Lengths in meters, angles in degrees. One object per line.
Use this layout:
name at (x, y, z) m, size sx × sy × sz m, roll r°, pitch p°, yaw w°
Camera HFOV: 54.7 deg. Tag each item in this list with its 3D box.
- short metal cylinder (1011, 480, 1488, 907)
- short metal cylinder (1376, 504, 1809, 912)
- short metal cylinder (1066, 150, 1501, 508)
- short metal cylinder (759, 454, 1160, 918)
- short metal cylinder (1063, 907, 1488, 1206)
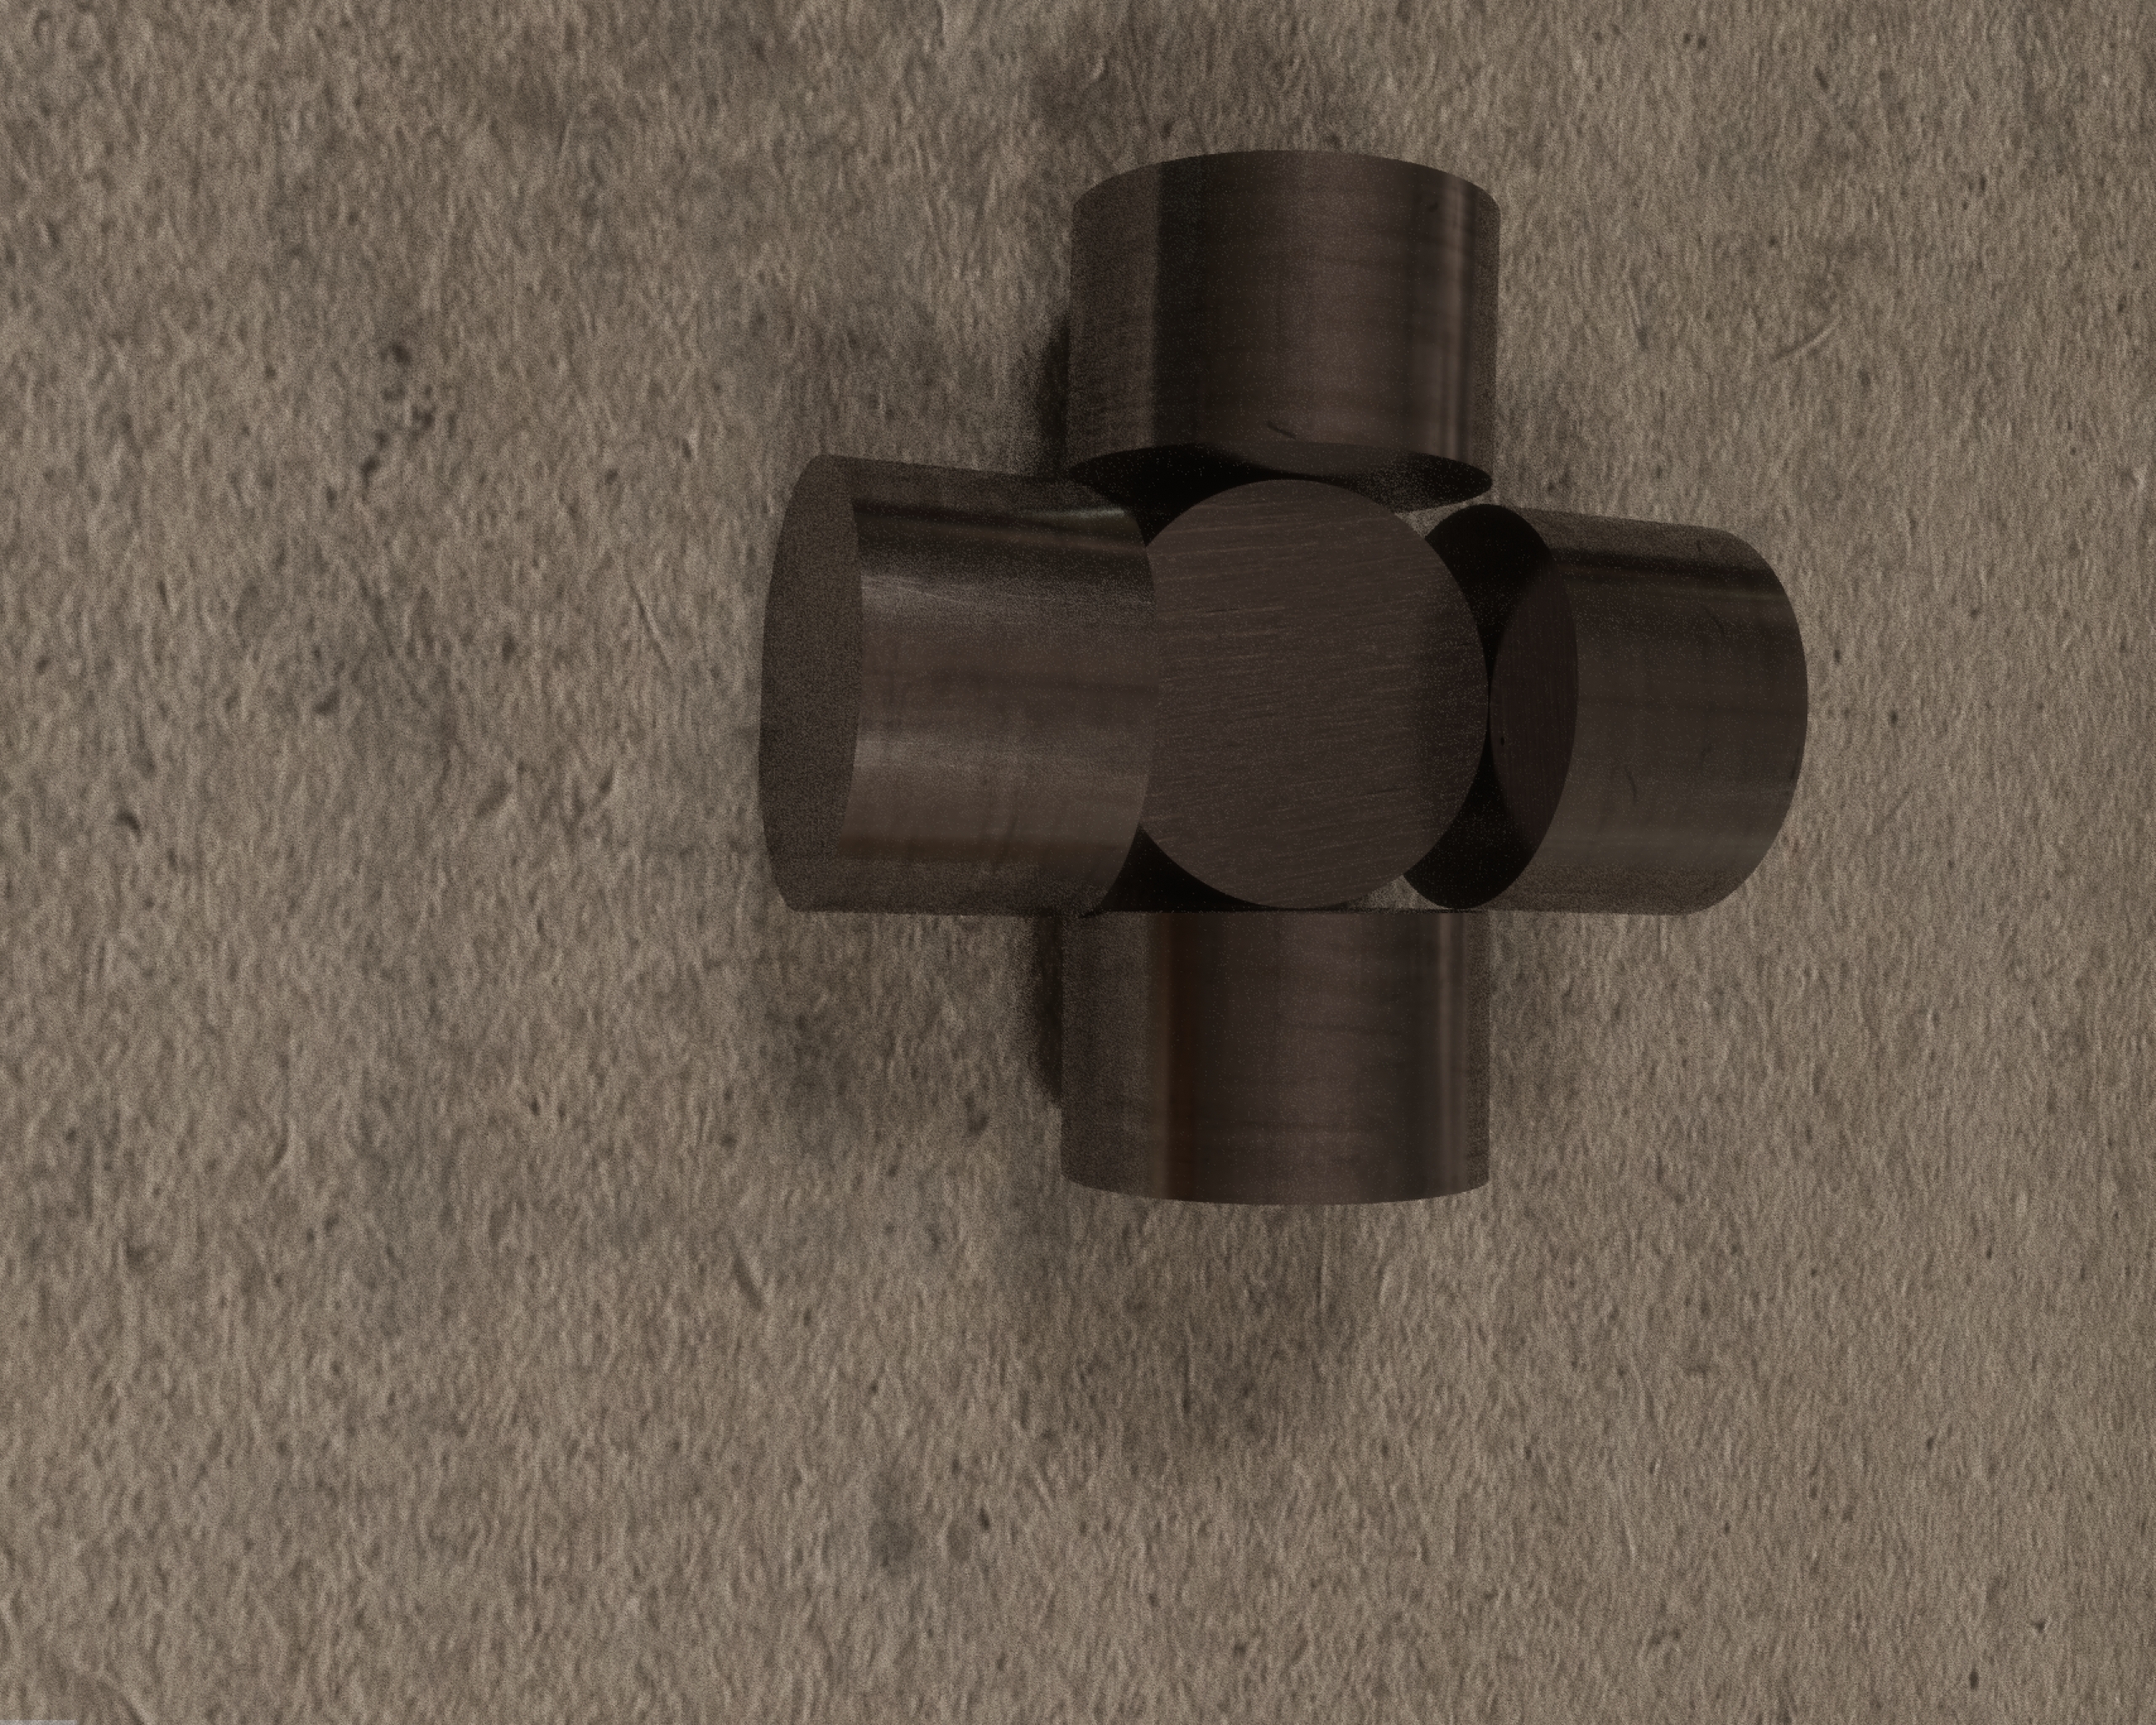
short metal cylinder at (0.032, -0.031, 0.410) m, size 0.081 × 0.050 × 0.079 m, roll 0°, pitch 90°, yaw -21°
short metal cylinder at (0.099, -0.030, 0.419) m, size 0.050 × 0.080 × 0.079 m, roll 2°, pitch 90°, yaw -20°
short metal cylinder at (0.038, -0.097, 0.395) m, size 0.081 × 0.080 × 0.050 m, roll 2°, pitch 90°, yaw -20°
short metal cylinder at (-0.024, -0.030, 0.373) m, size 0.050 × 0.080 × 0.079 m, roll 2°, pitch 90°, yaw -20°
short metal cylinder at (0.037, 0.034, 0.396) m, size 0.081 × 0.080 × 0.050 m, roll 0°, pitch 90°, yaw -20°
